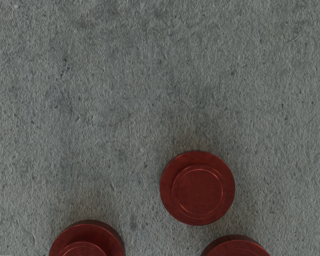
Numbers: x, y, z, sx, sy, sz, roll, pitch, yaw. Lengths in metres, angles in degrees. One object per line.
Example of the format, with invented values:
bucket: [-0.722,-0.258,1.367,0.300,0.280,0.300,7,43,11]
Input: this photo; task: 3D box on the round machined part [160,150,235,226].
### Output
round machined part: [0.049,0.079,0.402,0.099,0.042,0.097,0,90,0]

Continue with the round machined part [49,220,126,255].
round machined part: [-0.096,0.173,0.401,0.099,0.042,0.097,0,90,0]

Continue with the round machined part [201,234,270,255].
round machined part: [0.096,0.186,0.402,0.099,0.042,0.097,0,90,0]
